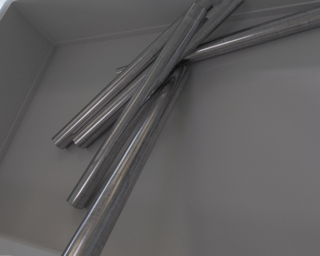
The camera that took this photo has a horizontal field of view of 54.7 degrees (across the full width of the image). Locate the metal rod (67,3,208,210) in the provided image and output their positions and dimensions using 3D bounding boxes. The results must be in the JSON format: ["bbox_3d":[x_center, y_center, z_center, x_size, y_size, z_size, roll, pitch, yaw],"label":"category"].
[{"bbox_3d":[-0.030,-0.027,0.401,0.025,0.025,0.299,34,92,38],"label":"metal rod"}]

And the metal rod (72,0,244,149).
[{"bbox_3d":[-0.008,-0.076,0.433,0.300,0.025,0.025,-41,51,9],"label":"metal rod"}]

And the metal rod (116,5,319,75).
[{"bbox_3d":[0.074,-0.113,0.435,0.300,0.025,0.025,-12,57,21],"label":"metal rod"}]

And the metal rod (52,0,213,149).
[{"bbox_3d":[-0.045,-0.075,0.449,0.300,0.025,0.025,-42,51,9],"label":"metal rod"}]

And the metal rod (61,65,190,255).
[{"bbox_3d":[-0.016,0.011,0.329,0.025,0.025,0.301,-5,35,26],"label":"metal rod"}]
